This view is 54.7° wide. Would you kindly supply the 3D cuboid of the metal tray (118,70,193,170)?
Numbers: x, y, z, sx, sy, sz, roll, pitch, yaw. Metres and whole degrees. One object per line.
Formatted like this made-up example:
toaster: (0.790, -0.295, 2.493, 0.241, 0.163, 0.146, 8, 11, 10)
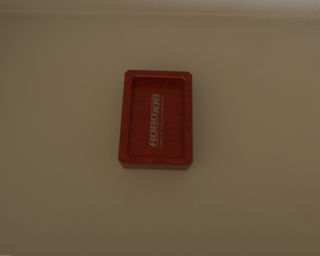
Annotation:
metal tray: (-0.004, -0.012, 0.408, 0.091, 0.030, 0.130, 2, 70, 0)
